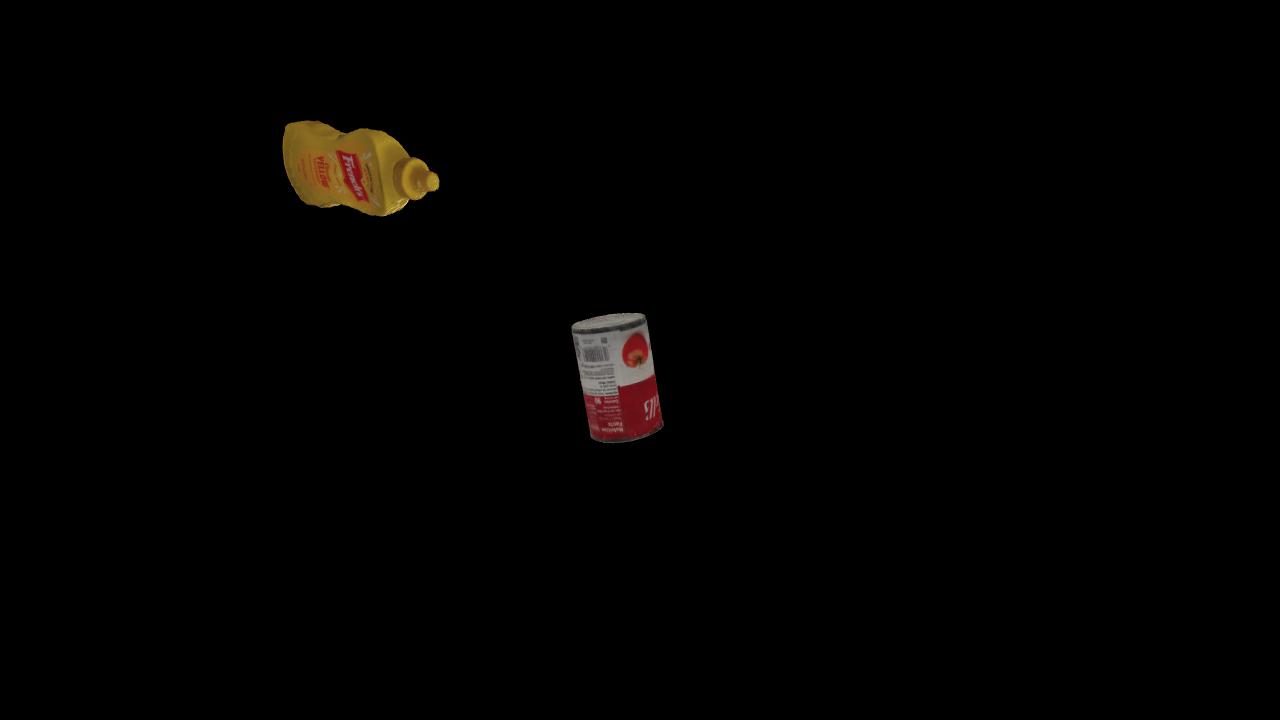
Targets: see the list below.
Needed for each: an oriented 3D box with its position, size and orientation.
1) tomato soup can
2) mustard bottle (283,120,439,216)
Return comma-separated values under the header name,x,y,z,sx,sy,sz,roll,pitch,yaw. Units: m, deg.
name,x,y,z,sx,sy,sz,roll,pitch,yaw
tomato soup can,-0.020,0.013,0.540,0.068,0.101,0.068,-9,13,2
mustard bottle,-0.294,-0.202,0.660,0.184,0.092,0.054,13,25,19
